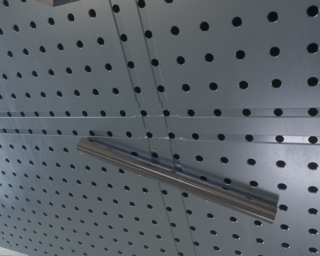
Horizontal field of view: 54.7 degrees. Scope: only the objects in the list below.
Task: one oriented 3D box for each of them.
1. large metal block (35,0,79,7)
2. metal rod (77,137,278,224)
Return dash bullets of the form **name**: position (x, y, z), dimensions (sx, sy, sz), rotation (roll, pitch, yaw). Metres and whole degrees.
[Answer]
- **large metal block**: position (-0.103, -0.179, 0.319), dimensions (0.050, 0.080, 0.079), rotation (24, 127, 13)
- **metal rod**: position (0.012, 0.070, 0.447), dimensions (0.301, 0.025, 0.025), rotation (18, 125, 18)
